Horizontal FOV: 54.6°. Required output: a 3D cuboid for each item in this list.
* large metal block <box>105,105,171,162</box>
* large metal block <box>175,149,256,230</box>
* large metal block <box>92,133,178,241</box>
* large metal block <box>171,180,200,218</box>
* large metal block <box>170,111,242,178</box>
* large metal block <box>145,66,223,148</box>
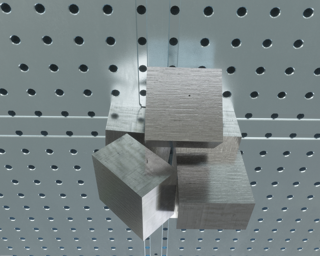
[{"bbox_3d":[-0.029,0.020,0.412,0.080,0.050,0.080,5,130,-5],"label":"large metal block"},{"bbox_3d":[0.059,0.072,0.371,0.080,0.080,0.050,1,130,-1],"label":"large metal block"},{"bbox_3d":[-0.029,0.066,0.355,0.080,0.050,0.080,33,140,32],"label":"large metal block"},{"bbox_3d":[0.016,0.097,0.451,0.080,0.050,0.080,2,175,-1],"label":"large metal block"},{"bbox_3d":[0.056,0.023,0.415,0.080,0.050,0.080,2,130,-2],"label":"large metal block"},{"bbox_3d":[0.025,-0.021,0.348,0.080,0.080,0.050,2,168,-2],"label":"large metal block"}]
